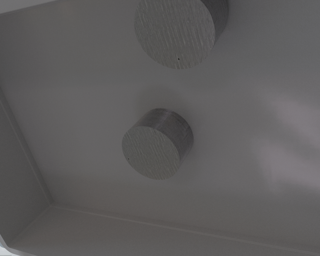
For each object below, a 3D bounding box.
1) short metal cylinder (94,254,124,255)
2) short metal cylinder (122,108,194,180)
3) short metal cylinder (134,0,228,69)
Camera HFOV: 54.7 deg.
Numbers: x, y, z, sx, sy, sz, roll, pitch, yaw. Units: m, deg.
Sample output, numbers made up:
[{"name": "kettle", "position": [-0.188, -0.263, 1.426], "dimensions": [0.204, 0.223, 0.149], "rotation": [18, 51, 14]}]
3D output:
[{"name": "short metal cylinder", "position": [-0.104, 0.292, 0.611], "dimensions": [0.050, 0.080, 0.080], "rotation": [-15, 111, 34]}, {"name": "short metal cylinder", "position": [-0.002, 0.021, 0.407], "dimensions": [0.080, 0.050, 0.079], "rotation": [13, 124, 21]}, {"name": "short metal cylinder", "position": [0.022, -0.106, 0.307], "dimensions": [0.080, 0.050, 0.079], "rotation": [15, 134, 16]}]
